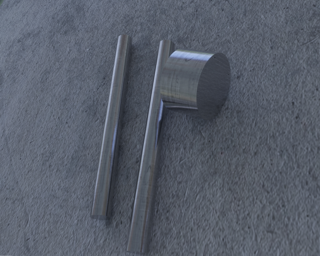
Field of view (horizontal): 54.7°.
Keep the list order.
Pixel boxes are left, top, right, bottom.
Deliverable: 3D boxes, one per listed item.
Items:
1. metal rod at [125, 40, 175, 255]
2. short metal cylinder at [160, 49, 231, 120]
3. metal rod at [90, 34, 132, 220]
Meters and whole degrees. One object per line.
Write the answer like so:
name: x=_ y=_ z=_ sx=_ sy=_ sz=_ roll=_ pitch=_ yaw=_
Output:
metal rod: x=-0.007 y=0.004 z=0.405 sx=0.025 sy=0.025 sz=0.299 roll=-7 pitch=59 yaw=25
short metal cylinder: x=0.045 y=-0.054 z=0.378 sx=0.050 sy=0.080 sz=0.080 roll=17 pitch=71 yaw=35
metal rod: x=-0.066 y=-0.021 z=0.451 sx=0.025 sy=0.025 sz=0.299 roll=-11 pitch=57 yaw=22
